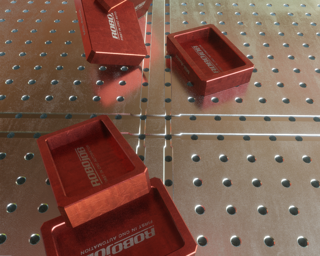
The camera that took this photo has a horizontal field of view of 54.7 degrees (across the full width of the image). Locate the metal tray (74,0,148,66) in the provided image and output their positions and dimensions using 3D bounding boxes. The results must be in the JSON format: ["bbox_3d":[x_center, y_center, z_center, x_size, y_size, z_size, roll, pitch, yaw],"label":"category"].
[{"bbox_3d":[-0.080,-0.164,0.494,0.091,0.030,0.129,-4,69,-31],"label":"metal tray"}]

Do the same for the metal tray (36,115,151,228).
[{"bbox_3d":[-0.078,0.039,0.347,0.091,0.030,0.130,-22,37,-19],"label":"metal tray"}]

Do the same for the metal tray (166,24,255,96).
[{"bbox_3d":[0.077,-0.114,0.501,0.091,0.030,0.130,-19,53,-16],"label":"metal tray"}]

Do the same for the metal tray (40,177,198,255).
[{"bbox_3d":[-0.041,0.113,0.308,0.131,0.030,0.090,-20,53,-17],"label":"metal tray"}]

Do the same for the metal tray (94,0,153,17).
[{"bbox_3d":[-0.063,-0.213,0.541,0.030,0.090,0.131,47,60,0],"label":"metal tray"}]
